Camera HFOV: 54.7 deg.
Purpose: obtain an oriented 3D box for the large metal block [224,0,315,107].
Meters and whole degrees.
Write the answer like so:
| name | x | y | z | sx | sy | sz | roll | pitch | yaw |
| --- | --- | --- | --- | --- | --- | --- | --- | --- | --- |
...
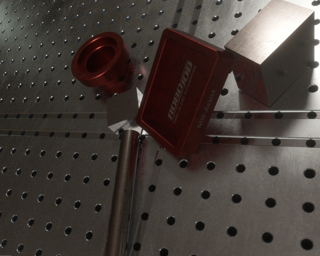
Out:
| name | x | y | z | sx | sy | sz | roll | pitch | yaw |
| --- | --- | --- | --- | --- | --- | --- | --- | --- | --- |
| large metal block | 0.129 | -0.085 | 0.356 | 0.080 | 0.080 | 0.050 | -45 | 52 | -4 |

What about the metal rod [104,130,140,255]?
| name | x | y | z | sx | sy | sz | roll | pitch | yaw |
| --- | --- | --- | --- | --- | --- | --- | --- | --- | --- |
| metal rod | -0.049 | 0.138 | 0.347 | 0.025 | 0.025 | 0.299 | -10 | 57 | 23 |

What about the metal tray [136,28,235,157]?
| name | x | y | z | sx | sy | sz | roll | pitch | yaw |
| --- | --- | --- | --- | --- | --- | --- | --- | --- | --- |
| metal tray | 0.024 | -0.042 | 0.371 | 0.090 | 0.030 | 0.129 | 39 | 120 | 38 |

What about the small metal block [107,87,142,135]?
| name | x | y | z | sx | sy | sz | roll | pitch | yaw |
| --- | --- | --- | --- | --- | --- | --- | --- | --- | --- |
| small metal block | -0.048 | -0.024 | 0.447 | 0.050 | 0.025 | 0.050 | -20 | 54 | 16 |

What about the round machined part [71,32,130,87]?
| name | x | y | z | sx | sy | sz | roll | pitch | yaw |
| --- | --- | --- | --- | --- | --- | --- | --- | --- | --- |
| round machined part | -0.093 | -0.107 | 0.510 | 0.098 | 0.042 | 0.098 | -13 | 56 | 21 |
